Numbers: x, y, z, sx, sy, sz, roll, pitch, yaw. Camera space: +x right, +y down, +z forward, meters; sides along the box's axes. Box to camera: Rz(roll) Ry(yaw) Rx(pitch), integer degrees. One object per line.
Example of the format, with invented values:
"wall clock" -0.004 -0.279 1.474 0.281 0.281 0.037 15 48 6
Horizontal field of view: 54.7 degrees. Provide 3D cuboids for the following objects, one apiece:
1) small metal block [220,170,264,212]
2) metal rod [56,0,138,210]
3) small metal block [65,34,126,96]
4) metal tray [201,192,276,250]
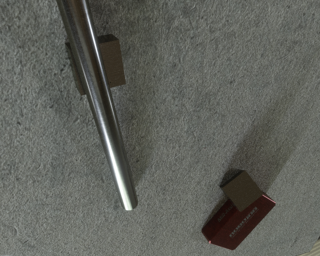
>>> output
"small metal block" 0.140 0.108 0.535 0.050 0.025 0.050 -37 86 -4
"metal rod" -0.058 0.001 0.351 0.025 0.025 0.298 -22 135 -16
"small metal block" -0.067 -0.068 0.329 0.050 0.025 0.050 -18 126 -18
"metal tray" 0.152 0.172 0.596 0.090 0.030 0.130 33 100 -39
